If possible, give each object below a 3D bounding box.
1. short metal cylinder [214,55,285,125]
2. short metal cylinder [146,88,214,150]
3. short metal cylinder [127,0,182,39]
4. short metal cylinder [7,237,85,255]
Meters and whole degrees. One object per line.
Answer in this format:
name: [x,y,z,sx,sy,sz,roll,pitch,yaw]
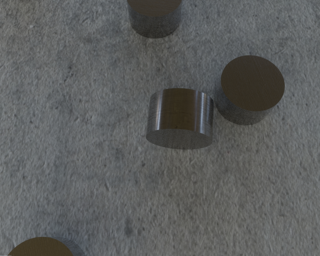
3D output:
short metal cylinder: [0.117,-0.049,0.414,0.081,0.050,0.080,0,70,0]
short metal cylinder: [0.025,-0.009,0.382,0.080,0.080,0.050,5,70,1]
short metal cylinder: [-0.008,-0.182,0.461,0.081,0.050,0.080,0,70,0]
short metal cylinder: [-0.123,0.160,0.335,0.081,0.050,0.080,0,70,0]
